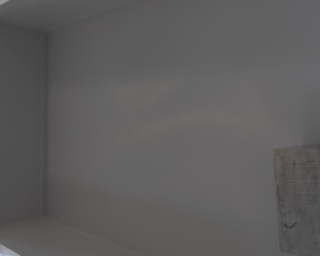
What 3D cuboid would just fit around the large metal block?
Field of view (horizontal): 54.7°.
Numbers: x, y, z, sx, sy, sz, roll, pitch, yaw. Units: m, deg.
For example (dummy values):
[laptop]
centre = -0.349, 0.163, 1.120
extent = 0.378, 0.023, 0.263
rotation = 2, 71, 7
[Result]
[large metal block]
centre = 0.136, 0.055, 0.258
extent = 0.050, 0.081, 0.080
rotation = -5, 87, 40
